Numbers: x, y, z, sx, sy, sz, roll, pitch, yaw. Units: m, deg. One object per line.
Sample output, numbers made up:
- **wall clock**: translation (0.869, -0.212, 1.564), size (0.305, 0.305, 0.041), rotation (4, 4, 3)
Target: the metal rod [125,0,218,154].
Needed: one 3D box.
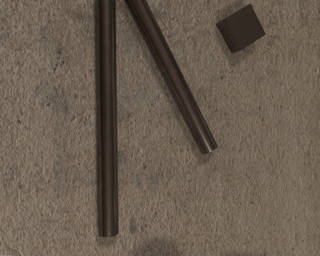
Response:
- **metal rod**: translation (0.002, -0.100, 0.410), size (0.025, 0.025, 0.299), rotation (-31, 100, -18)

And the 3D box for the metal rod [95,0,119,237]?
- **metal rod**: translation (-0.066, -0.017, 0.385), size (0.025, 0.025, 0.298), rotation (-1, 90, -20)

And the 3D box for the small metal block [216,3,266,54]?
- **small metal block**: translation (0.119, -0.145, 0.454), size (0.050, 0.025, 0.050), rotation (-35, 102, -17)
